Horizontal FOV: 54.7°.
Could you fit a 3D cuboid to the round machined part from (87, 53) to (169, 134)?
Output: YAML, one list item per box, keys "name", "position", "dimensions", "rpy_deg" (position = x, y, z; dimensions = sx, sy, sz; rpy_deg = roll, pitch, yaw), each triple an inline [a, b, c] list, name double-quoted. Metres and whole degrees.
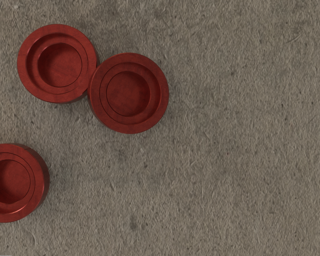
- name: "round machined part"
  position: [-0.042, -0.042, 0.390]
  dimensions: [0.099, 0.042, 0.097]
  rpy_deg: [-2, 94, -22]

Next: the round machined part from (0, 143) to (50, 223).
- name: "round machined part"
  position: [-0.191, 0.068, 0.400]
  dimensions: [0.099, 0.042, 0.097]
  rpy_deg: [0, 90, 0]

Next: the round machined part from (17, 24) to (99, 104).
- name: "round machined part"
  position: [-0.126, -0.079, 0.400]
  dimensions: [0.099, 0.042, 0.097]
  rpy_deg: [0, 90, 0]
